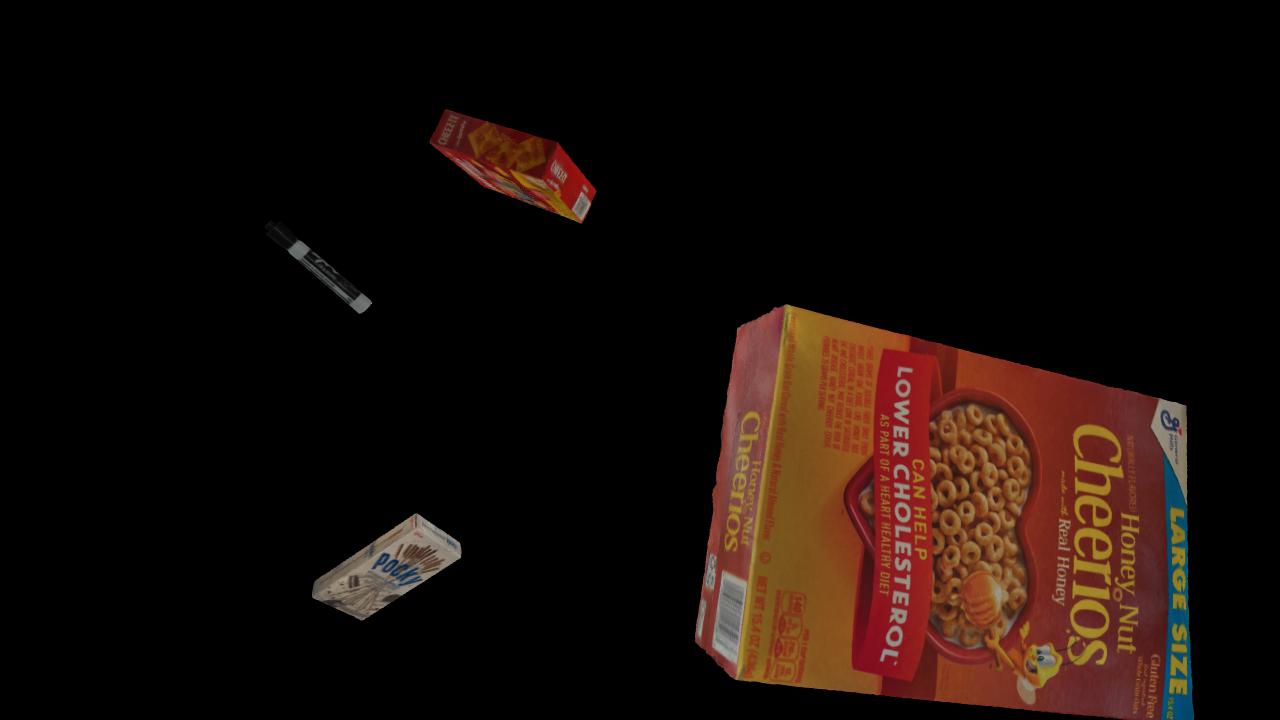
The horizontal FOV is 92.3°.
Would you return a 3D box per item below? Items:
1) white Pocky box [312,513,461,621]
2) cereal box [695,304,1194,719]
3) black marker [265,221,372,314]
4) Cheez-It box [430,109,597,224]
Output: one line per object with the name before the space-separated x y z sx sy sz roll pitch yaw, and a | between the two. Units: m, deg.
white Pocky box | -0.304 0.253 0.745 0.154 0.084 0.028 -33 39 4
cereal box | 0.199 0.099 0.387 0.306 0.203 0.081 13 -11 -12
black marker | -0.330 -0.095 0.634 0.020 0.020 0.121 0 -40 47
Cheez-It box | -0.202 -0.314 1.005 0.223 0.071 0.166 23 -3 20
